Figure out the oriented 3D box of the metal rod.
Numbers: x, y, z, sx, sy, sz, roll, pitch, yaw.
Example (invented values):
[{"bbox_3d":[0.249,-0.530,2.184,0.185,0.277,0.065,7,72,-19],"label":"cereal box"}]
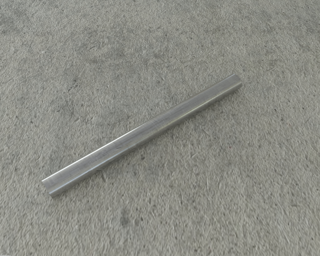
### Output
[{"bbox_3d":[-0.006,-0.001,0.406,0.302,0.025,0.025,-30,57,-23],"label":"metal rod"}]
